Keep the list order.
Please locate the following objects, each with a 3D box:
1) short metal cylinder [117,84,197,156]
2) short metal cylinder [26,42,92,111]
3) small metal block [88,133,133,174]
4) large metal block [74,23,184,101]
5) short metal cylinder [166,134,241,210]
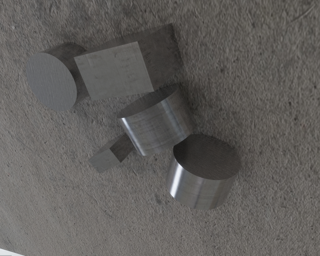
[{"bbox_3d":[-0.003,-0.011,0.367,0.080,0.080,0.050,-16,110,34],"label":"short metal cylinder"},{"bbox_3d":[-0.129,-0.069,0.416,0.080,0.050,0.079,13,124,21],"label":"short metal cylinder"},{"bbox_3d":[-0.067,0.034,0.447,0.050,0.050,0.025,-28,103,37],"label":"small metal block"},{"bbox_3d":[-0.031,-0.073,0.342,0.080,0.080,0.050,-5,116,30],"label":"large metal block"},{"bbox_3d":[0.051,0.051,0.376,0.080,0.080,0.050,22,127,15],"label":"short metal cylinder"}]
